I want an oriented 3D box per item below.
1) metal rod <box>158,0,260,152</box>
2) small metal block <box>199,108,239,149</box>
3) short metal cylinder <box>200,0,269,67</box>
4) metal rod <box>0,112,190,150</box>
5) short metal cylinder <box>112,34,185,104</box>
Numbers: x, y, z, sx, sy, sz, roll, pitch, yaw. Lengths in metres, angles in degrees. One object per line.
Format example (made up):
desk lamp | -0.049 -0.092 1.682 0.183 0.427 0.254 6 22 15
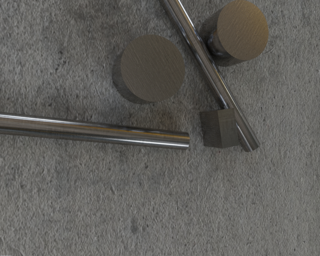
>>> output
metal rod | 0.059 -0.096 0.431 0.025 0.025 0.299 -35 102 -17
small metal block | 0.080 0.000 0.426 0.025 0.050 0.050 -9 93 -20
short metal cylinder | 0.102 -0.130 0.434 0.081 0.050 0.080 0 90 -20
metal rod | -0.106 0.002 0.370 0.302 0.025 0.025 6 88 -20
short metal cylinder | -0.016 -0.071 0.390 0.081 0.050 0.080 0 90 -20
